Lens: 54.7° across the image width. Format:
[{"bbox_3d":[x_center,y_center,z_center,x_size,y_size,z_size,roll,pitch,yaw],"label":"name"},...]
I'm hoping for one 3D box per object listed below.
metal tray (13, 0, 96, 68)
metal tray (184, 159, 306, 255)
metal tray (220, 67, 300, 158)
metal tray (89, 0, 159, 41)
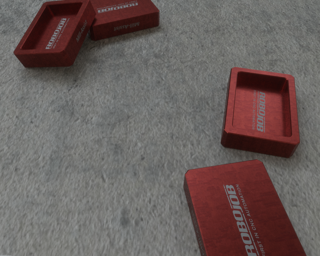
[{"bbox_3d":[-0.168,-0.157,0.506,0.090,0.030,0.130,2,57,16],"label":"metal tray"},{"bbox_3d":[0.083,0.099,0.318,0.091,0.030,0.130,-8,51,-7],"label":"metal tray"},{"bbox_3d":[0.136,-0.026,0.423,0.090,0.030,0.130,10,51,8],"label":"metal tray"},{"bbox_3d":[-0.077,-0.212,0.577,0.131,0.030,0.090,-18,53,-15],"label":"metal tray"}]
